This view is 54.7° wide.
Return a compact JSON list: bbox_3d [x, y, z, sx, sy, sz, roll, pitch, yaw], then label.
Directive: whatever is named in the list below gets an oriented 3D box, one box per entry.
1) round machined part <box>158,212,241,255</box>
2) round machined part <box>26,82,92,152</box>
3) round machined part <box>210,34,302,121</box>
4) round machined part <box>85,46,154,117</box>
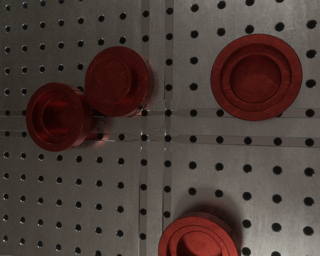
[{"bbox_3d":[0.051,0.153,0.385,0.098,0.042,0.097,0,90,19],"label":"round machined part"},{"bbox_3d":[-0.142,-0.015,0.452,0.098,0.042,0.097,0,90,19],"label":"round machined part"},{"bbox_3d":[0.112,-0.056,0.364,0.098,0.042,0.097,0,90,19],"label":"round machined part"},{"bbox_3d":[-0.061,-0.064,0.424,0.098,0.042,0.097,0,90,19],"label":"round machined part"}]
